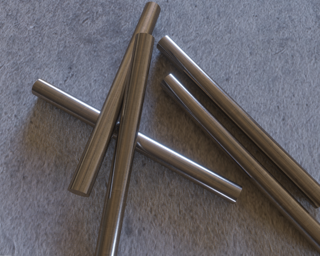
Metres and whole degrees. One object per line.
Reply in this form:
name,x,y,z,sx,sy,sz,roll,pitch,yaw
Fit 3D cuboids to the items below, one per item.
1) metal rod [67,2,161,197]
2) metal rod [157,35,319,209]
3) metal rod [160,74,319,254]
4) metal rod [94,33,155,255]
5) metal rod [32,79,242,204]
metal rod,-0.050,-0.056,0.407,0.025,0.025,0.300,15,63,5
metal rod,0.101,-0.018,0.415,0.025,0.025,0.300,-38,75,-13
metal rod,0.107,0.041,0.394,0.025,0.025,0.300,-39,75,-13
metal rod,-0.043,0.027,0.373,0.025,0.025,0.299,9,79,3
metal rod,-0.036,0.013,0.402,0.301,0.025,0.025,28,72,9
